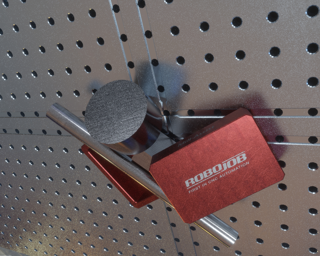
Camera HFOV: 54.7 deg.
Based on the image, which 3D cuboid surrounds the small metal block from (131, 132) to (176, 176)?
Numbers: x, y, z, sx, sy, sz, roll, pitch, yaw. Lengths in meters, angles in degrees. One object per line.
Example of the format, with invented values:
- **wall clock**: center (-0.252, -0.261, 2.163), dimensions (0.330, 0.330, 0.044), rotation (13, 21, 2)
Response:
- **small metal block**: center (-0.001, 0.035, 0.411), dimensions (0.050, 0.050, 0.025), rotation (35, 129, 5)

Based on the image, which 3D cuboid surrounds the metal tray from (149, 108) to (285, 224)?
- **metal tray**: center (0.065, 0.046, 0.365), dimensions (0.130, 0.030, 0.090), rotation (-30, 103, 12)

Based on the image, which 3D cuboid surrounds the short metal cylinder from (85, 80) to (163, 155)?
- **short metal cylinder**: center (-0.043, -0.012, 0.378), dimensions (0.080, 0.080, 0.050), rotation (8, 164, 24)

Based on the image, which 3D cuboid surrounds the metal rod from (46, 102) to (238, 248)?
- **metal rod**: center (-0.027, 0.061, 0.419), dimensions (0.301, 0.025, 0.025), rotation (35, 129, 4)

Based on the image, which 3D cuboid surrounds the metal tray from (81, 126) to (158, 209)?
- **metal tray**: center (-0.044, 0.052, 0.458), dimensions (0.130, 0.030, 0.090), rotation (49, 129, -7)
